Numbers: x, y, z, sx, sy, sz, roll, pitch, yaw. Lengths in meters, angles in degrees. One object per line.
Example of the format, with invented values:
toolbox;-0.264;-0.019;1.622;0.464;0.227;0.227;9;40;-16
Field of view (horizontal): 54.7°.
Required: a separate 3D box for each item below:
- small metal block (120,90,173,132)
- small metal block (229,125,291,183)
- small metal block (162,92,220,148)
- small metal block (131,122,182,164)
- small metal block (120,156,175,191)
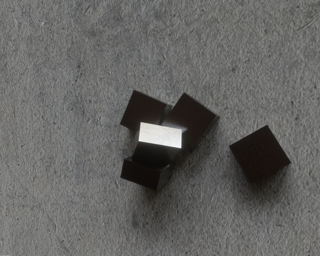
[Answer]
small metal block;-0.018;-0.018;0.415;0.050;0.025;0.050;26;98;18
small metal block;0.118;0.030;0.367;0.050;0.025;0.050;-32;80;17
small metal block;0.039;-0.010;0.395;0.050;0.025;0.050;38;102;16
small metal block;-0.005;0.020;0.382;0.050;0.050;0.025;10;60;-11
small metal block;-0.015;0.054;0.400;0.050;0.050;0.025;16;103;19
